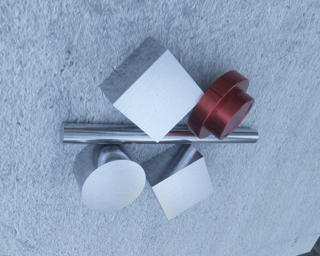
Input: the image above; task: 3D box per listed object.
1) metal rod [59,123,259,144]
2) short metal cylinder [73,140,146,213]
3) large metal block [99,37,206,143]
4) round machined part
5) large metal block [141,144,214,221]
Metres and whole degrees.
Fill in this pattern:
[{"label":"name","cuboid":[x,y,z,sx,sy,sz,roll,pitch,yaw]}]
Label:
[{"label":"metal rod","cuboid":[0.019,0.010,0.428,0.303,0.025,0.025,2,118,-30]},{"label":"short metal cylinder","cuboid":[-0.065,0.060,0.395,0.081,0.050,0.079,-14,125,-21]},{"label":"large metal block","cuboid":[-0.008,-0.043,0.360,0.080,0.050,0.080,-45,130,3]},{"label":"round machined part","cuboid":[0.084,-0.023,0.401,0.098,0.042,0.098,-41,159,-19]},{"label":"large metal block","cuboid":[0.025,0.075,0.454,0.080,0.050,0.080,-29,129,-10]}]
